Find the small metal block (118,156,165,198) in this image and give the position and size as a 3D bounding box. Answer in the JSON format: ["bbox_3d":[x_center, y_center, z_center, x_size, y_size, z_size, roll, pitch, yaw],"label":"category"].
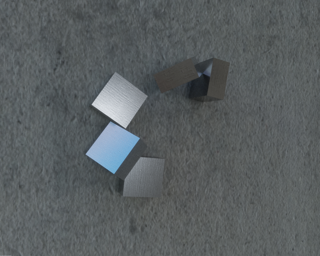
[{"bbox_3d":[-0.024,0.062,0.401,0.050,0.025,0.050,7,88,-20],"label":"small metal block"}]

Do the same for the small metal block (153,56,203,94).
[{"bbox_3d":[0.024,-0.069,0.395,0.050,0.050,0.025,-22,99,17],"label":"small metal block"}]

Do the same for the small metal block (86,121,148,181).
[{"bbox_3d":[-0.052,0.027,0.375,0.050,0.050,0.025,-55,149,-12],"label":"small metal block"}]

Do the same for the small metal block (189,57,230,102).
[{"bbox_3d":[0.066,-0.064,0.421,0.025,0.050,0.050,12,86,-22],"label":"small metal block"}]

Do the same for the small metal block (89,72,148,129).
[{"bbox_3d":[-0.053,-0.034,0.390,0.050,0.025,0.050,37,78,-17],"label":"small metal block"}]
